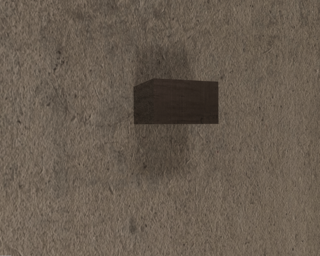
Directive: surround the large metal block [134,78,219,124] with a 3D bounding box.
[{"bbox_3d":[0.017,-0.030,0.387,0.081,0.080,0.050,0,90,-20],"label":"large metal block"}]
